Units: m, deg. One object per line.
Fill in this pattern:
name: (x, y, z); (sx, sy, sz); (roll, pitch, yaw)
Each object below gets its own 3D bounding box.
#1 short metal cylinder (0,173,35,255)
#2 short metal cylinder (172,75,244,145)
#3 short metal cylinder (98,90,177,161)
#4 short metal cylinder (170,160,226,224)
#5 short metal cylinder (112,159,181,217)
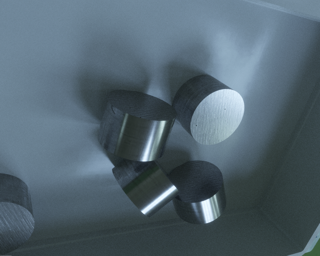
short metal cylinder: (-0.188, 0.099, 0.351); (0.081, 0.050, 0.079); (-14, 124, -21)
short metal cylinder: (0.063, -0.024, 0.412); (0.081, 0.050, 0.079); (-14, 124, -21)
short metal cylinder: (-0.026, -0.005, 0.356); (0.081, 0.080, 0.050); (3, 117, -30)
short metal cylinder: (0.056, 0.094, 0.462); (0.080, 0.080, 0.050); (-26, 128, -13)
short metal cylinder: (-0.017, 0.069, 0.406); (0.050, 0.080, 0.080); (-39, 129, -2)
